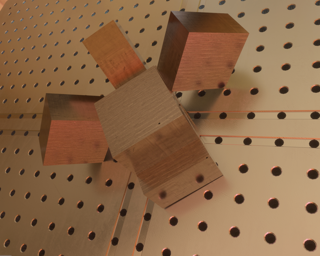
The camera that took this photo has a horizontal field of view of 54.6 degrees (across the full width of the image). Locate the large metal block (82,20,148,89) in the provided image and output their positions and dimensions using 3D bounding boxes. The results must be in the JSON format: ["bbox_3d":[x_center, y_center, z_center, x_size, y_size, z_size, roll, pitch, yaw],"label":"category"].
[{"bbox_3d":[-0.059,-0.104,0.449,0.050,0.080,0.080,-33,12,7],"label":"large metal block"}]

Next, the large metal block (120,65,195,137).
[{"bbox_3d":[-0.013,-0.023,0.415,0.080,0.050,0.080,-33,51,6],"label":"large metal block"}]

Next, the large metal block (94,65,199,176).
[{"bbox_3d":[-0.016,-0.008,0.341,0.080,0.050,0.080,-32,52,6],"label":"large metal block"}]

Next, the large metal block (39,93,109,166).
[{"bbox_3d":[-0.111,0.003,0.411,0.050,0.081,0.080,62,140,39],"label":"large metal block"}]

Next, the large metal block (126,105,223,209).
[{"bbox_3d":[0.014,0.034,0.364,0.080,0.050,0.080,-31,50,7],"label":"large metal block"}]

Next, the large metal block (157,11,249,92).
[{"bbox_3d":[0.050,-0.094,0.385,0.081,0.080,0.050,-7,47,-24],"label":"large metal block"}]
